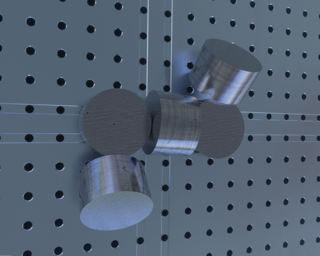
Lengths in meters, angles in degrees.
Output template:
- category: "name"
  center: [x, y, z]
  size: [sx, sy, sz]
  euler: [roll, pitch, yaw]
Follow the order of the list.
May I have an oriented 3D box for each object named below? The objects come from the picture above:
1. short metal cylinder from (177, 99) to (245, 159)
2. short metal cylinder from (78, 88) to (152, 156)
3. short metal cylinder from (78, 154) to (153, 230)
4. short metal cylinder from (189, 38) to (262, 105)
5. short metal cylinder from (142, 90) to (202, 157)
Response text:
- category: "short metal cylinder"
  center: [0.067, 0.000, 0.425]
  size: [0.081, 0.050, 0.079]
  euler: [0, 90, -21]
- category: "short metal cylinder"
  center: [-0.056, -0.006, 0.378]
  size: [0.081, 0.050, 0.079]
  euler: [0, 90, -21]
- category: "short metal cylinder"
  center: [-0.052, 0.076, 0.359]
  size: [0.081, 0.050, 0.080]
  euler: [-10, 137, -9]
- category: "short metal cylinder"
  center: [0.085, -0.075, 0.409]
  size: [0.081, 0.080, 0.050]
  euler: [9, 129, -20]
- category: "short metal cylinder"
  center: [0.011, -0.005, 0.388]
  size: [0.050, 0.080, 0.080]
  euler: [5, 88, -20]
